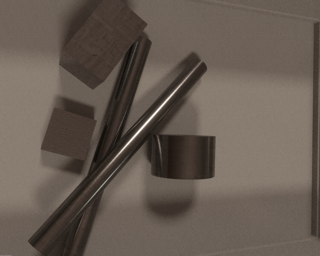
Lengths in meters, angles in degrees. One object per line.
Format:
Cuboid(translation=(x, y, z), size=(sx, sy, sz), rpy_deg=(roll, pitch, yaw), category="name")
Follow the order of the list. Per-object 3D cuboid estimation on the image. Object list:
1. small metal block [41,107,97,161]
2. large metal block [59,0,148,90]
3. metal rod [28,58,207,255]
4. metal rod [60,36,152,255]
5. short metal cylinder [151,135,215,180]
Cuboid(translation=(-0.109, 0.007, 0.371), size=(0.050, 0.025, 0.050), rpy_deg=(18, 84, -20), category="small metal block")
Cuboid(translation=(-0.068, -0.095, 0.357), size=(0.050, 0.080, 0.080), rpy_deg=(38, 78, -17), category="large metal block")
Cuboid(translation=(-0.036, 0.018, 0.376), size=(0.025, 0.025, 0.301), rpy_deg=(47, 67, -14), category="metal rod")
Cuboid(translation=(-0.067, 0.028, 0.386), size=(0.025, 0.025, 0.299), rpy_deg=(20, 83, -19), category="metal rod")
Cuboid(translation=(0.029, 0.034, 0.393), size=(0.081, 0.080, 0.050), rpy_deg=(2, 90, -20), category="short metal cylinder")
